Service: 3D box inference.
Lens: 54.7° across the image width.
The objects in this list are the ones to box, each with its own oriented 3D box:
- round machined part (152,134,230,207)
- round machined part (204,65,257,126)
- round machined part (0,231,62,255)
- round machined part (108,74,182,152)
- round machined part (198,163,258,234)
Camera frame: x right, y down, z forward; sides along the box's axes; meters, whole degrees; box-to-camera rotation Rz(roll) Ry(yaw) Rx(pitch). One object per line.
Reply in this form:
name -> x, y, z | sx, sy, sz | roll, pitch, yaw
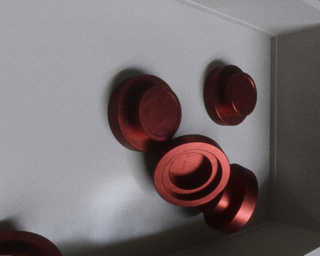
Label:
round machined part -> 0.038, 0.051, 0.406 | 0.099, 0.042, 0.097 | -3, 115, -7
round machined part -> 0.118, -0.052, 0.494 | 0.099, 0.042, 0.097 | 0, 90, -40
round machined part -> -0.131, 0.140, 0.261 | 0.099, 0.098, 0.042 | -17, 134, -39
round machined part -> -0.011, -0.018, 0.386 | 0.099, 0.042, 0.097 | 0, 90, -40
round machined part -> 0.089, 0.095, 0.438 | 0.042, 0.098, 0.098 | 27, 72, -16
